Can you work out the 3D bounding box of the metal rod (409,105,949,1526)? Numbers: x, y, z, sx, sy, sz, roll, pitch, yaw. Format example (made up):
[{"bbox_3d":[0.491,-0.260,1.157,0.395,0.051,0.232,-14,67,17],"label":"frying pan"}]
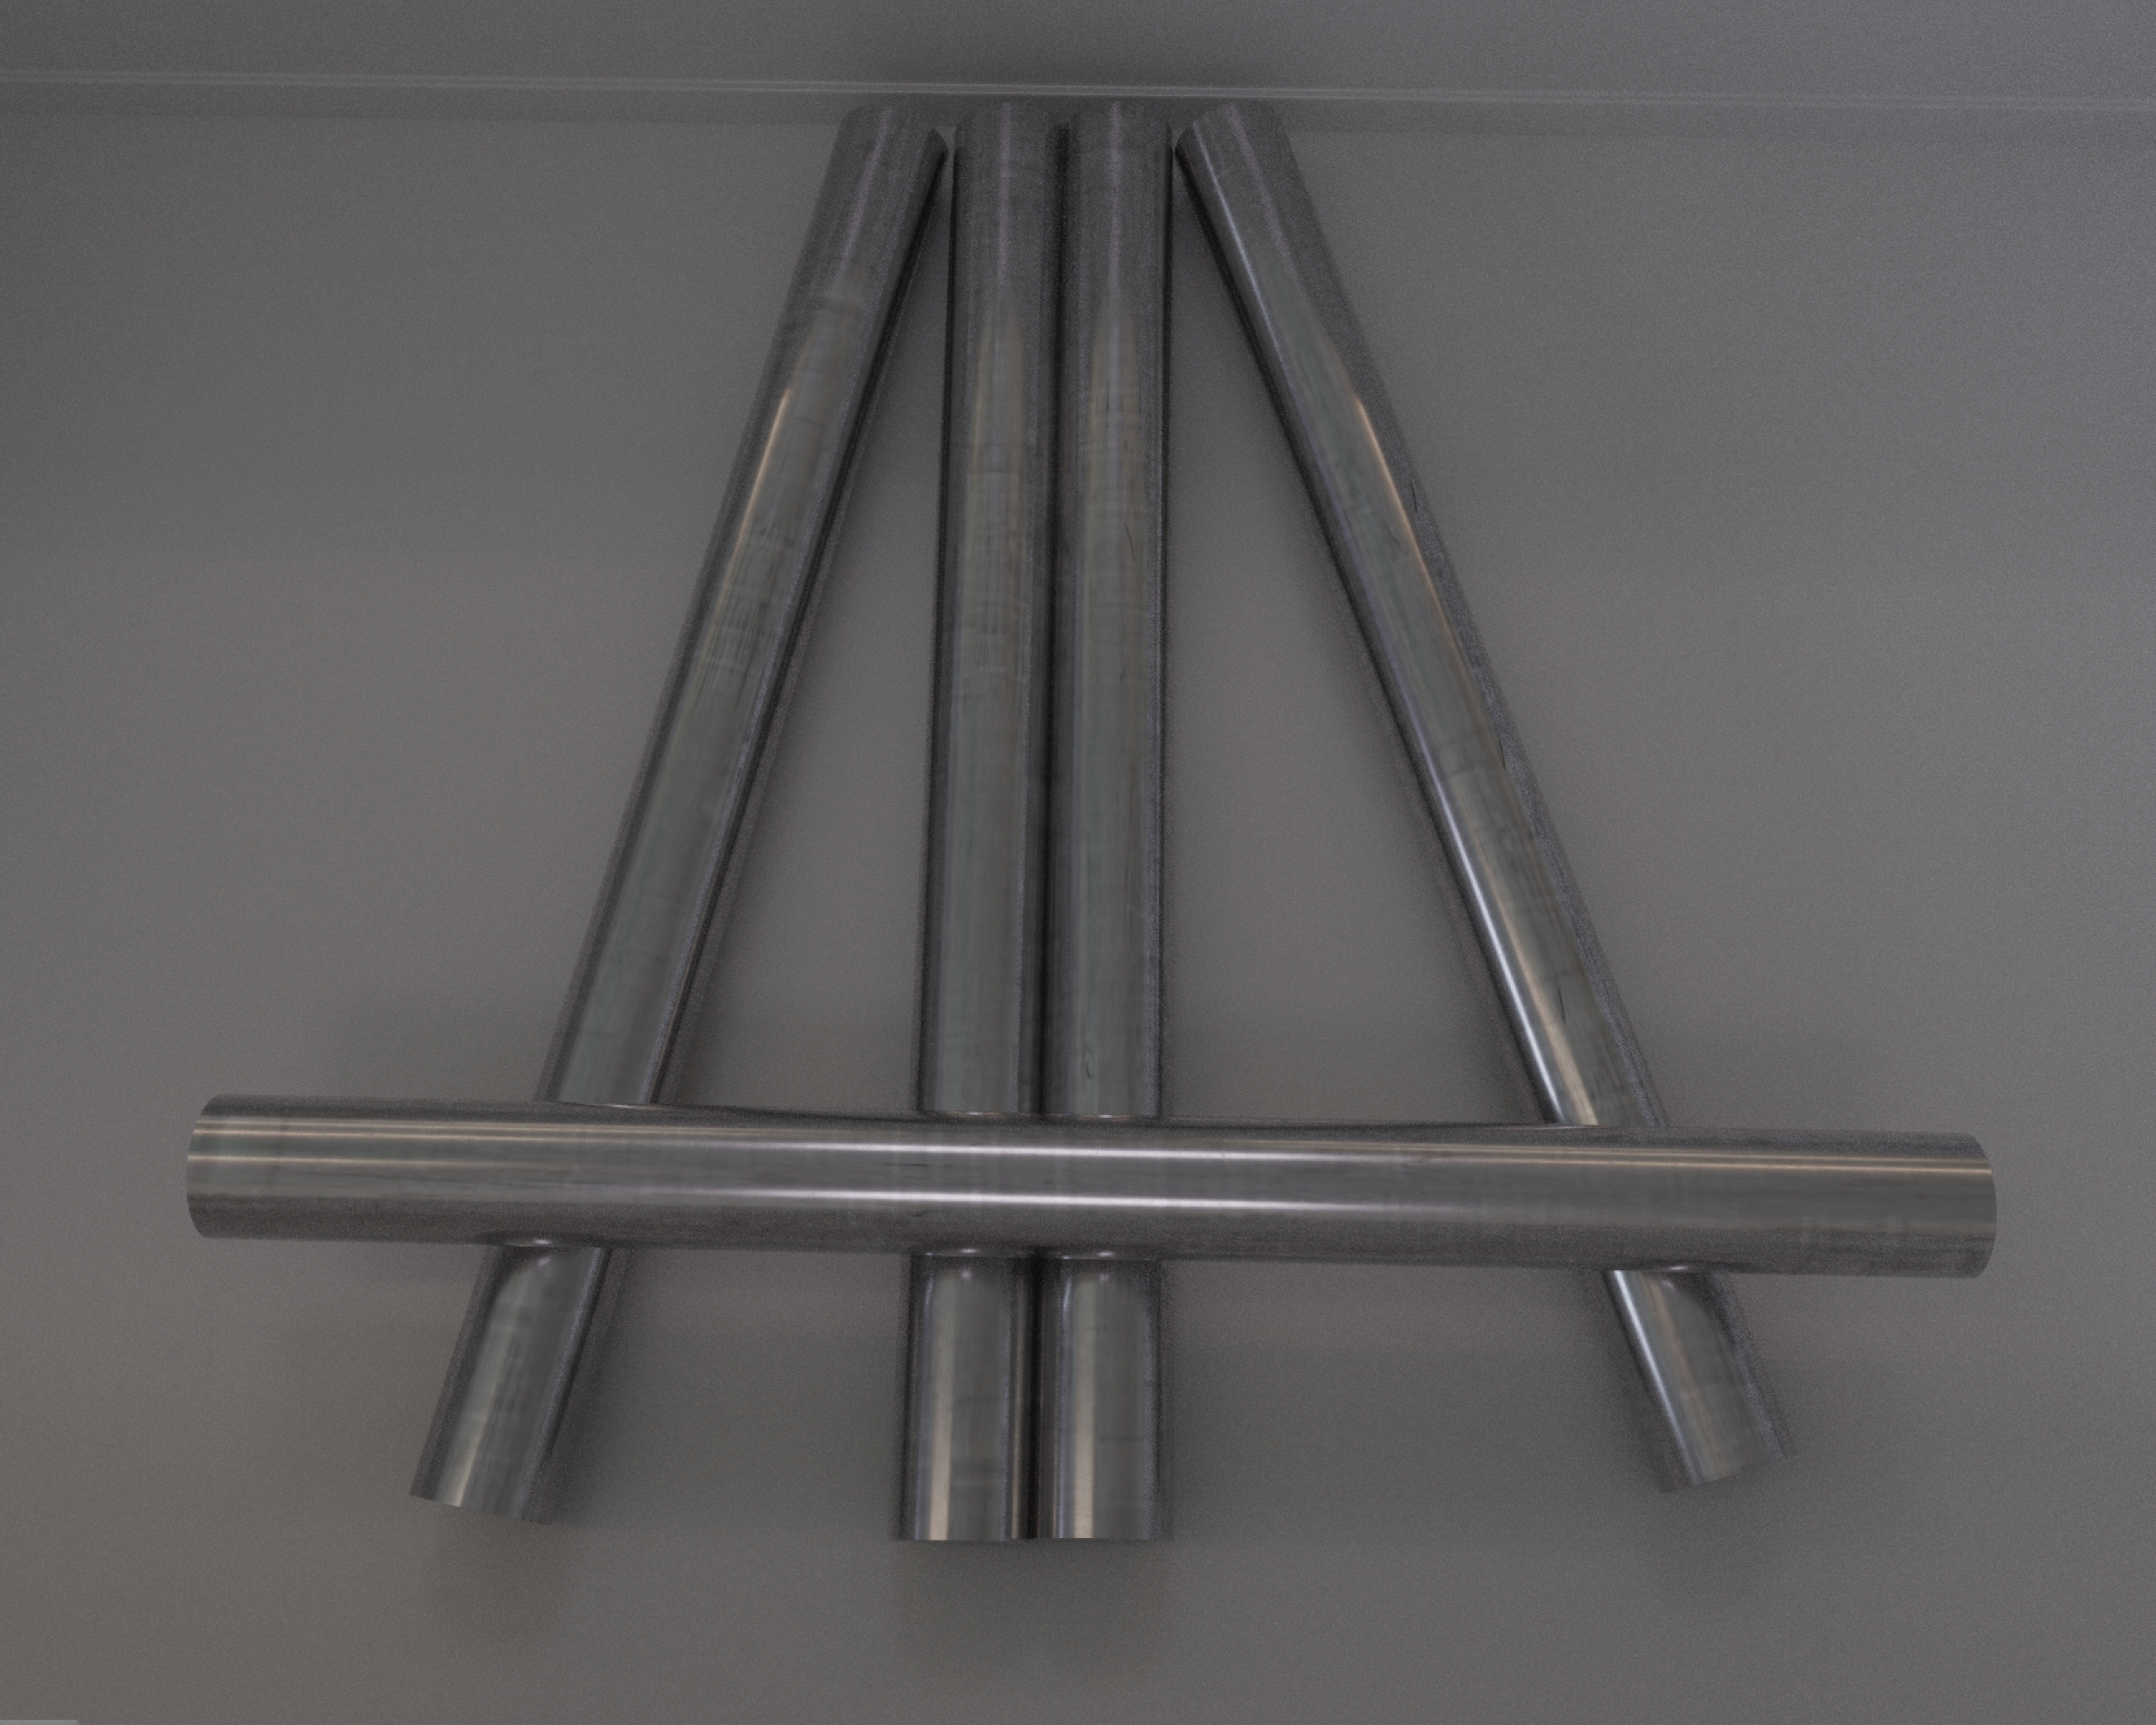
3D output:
[{"bbox_3d":[-0.073,-0.024,0.416,0.025,0.025,0.299,12,70,4],"label":"metal rod"}]

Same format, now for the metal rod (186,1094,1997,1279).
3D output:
[{"bbox_3d":[0.002,0.056,0.360,0.302,0.025,0.025,1,70,0],"label":"metal rod"}]

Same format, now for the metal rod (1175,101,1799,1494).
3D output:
[{"bbox_3d":[0.074,-0.027,0.419,0.025,0.025,0.299,-15,71,-5],"label":"metal rod"}]

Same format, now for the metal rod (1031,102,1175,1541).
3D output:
[{"bbox_3d":[0.007,-0.022,0.416,0.025,0.025,0.299,1,70,0],"label":"metal rod"}]

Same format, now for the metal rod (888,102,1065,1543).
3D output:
[{"bbox_3d":[-0.018,-0.022,0.416,0.025,0.025,0.299,1,70,0],"label":"metal rod"}]
